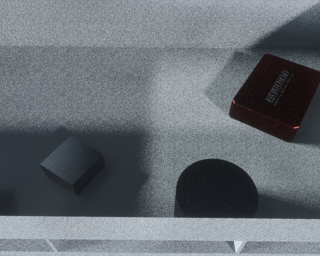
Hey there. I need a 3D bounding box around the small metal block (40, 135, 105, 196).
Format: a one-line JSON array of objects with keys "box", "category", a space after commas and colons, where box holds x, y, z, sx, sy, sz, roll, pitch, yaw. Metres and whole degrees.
[{"box": [-0.102, 0.044, 0.367, 0.050, 0.025, 0.050, 27, 55, 20], "category": "small metal block"}]

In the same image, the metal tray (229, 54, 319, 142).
[{"box": [0.168, -0.049, 0.445, 0.090, 0.030, 0.131, 26, 55, 20], "category": "metal tray"}]

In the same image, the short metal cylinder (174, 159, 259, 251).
[{"box": [0.056, 0.079, 0.323, 0.081, 0.050, 0.080, 0, 50, 0], "category": "short metal cylinder"}]
